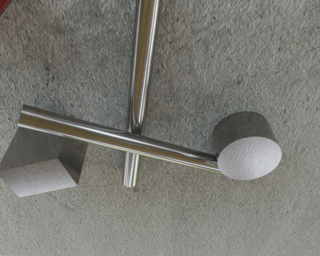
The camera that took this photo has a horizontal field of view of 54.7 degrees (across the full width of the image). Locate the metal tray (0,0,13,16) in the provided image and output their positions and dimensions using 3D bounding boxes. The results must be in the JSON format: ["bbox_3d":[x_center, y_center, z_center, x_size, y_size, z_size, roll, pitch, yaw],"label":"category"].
[{"bbox_3d":[-0.199,-0.150,0.272,0.090,0.030,0.130,-36,122,26],"label":"metal tray"}]

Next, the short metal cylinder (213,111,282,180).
[{"bbox_3d":[0.114,0.024,0.413,0.081,0.050,0.079,0,130,0],"label":"short metal cylinder"}]

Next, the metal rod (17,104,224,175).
[{"bbox_3d":[-0.018,0.024,0.395,0.302,0.025,0.025,16,129,-26],"label":"metal rod"}]

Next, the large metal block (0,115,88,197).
[{"bbox_3d":[-0.146,0.035,0.399,0.080,0.080,0.050,-13,129,10],"label":"large metal block"}]

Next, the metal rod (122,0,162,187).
[{"bbox_3d":[-0.027,-0.032,0.379,0.025,0.025,0.298,5,130,-5],"label":"metal rod"}]
